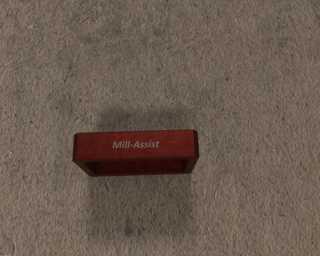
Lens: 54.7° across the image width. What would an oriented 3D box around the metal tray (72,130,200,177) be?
[{"bbox_3d":[-0.025,0.032,0.361,0.131,0.090,0.030,-2,70,-1],"label":"metal tray"}]
